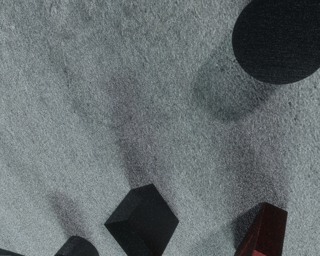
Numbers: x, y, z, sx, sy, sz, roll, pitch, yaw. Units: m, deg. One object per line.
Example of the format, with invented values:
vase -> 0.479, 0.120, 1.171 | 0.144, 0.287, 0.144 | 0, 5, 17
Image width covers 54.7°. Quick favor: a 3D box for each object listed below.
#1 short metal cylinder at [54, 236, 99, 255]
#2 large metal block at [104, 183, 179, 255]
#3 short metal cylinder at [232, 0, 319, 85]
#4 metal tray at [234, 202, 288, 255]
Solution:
short metal cylinder -> -0.176, 0.276, 0.654 | 0.080, 0.050, 0.079 | 13, 124, 21
large metal block -> -0.025, 0.146, 0.475 | 0.050, 0.080, 0.080 | -23, 106, 36
short metal cylinder -> 0.111, -0.086, 0.279 | 0.080, 0.050, 0.079 | 13, 124, 21
metal tray -> 0.122, 0.172, 0.406 | 0.030, 0.090, 0.129 | 23, 127, 14
